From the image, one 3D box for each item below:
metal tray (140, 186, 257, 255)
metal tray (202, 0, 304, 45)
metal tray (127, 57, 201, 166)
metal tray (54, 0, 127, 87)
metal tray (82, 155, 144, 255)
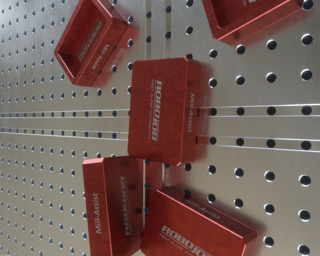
[{"bbox_3d":[0.040,0.138,0.372,0.130,0.030,0.089,21,103,37],"label":"metal tray"},{"bbox_3d":[0.086,-0.168,0.333,0.090,0.030,0.129,-23,76,37],"label":"metal tray"},{"bbox_3d":[0.003,-0.022,0.402,0.090,0.030,0.129,6,94,39],"label":"metal tray"},{"bbox_3d":[-0.116,-0.142,0.498,0.129,0.030,0.090,-51,61,27],"label":"metal tray"},{"bbox_3d":[-0.058,0.103,0.409,0.030,0.090,0.129,-9,84,21],"label":"metal tray"}]
